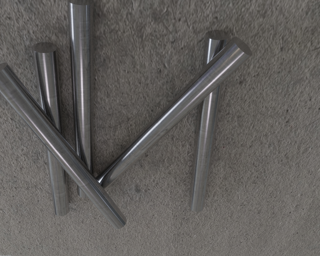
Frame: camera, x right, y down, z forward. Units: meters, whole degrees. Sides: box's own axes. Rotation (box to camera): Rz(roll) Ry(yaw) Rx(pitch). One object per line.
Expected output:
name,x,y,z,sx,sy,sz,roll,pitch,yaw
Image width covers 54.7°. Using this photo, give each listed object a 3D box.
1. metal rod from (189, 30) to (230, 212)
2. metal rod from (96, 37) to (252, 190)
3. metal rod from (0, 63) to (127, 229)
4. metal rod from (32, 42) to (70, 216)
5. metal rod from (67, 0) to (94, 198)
metal rod,0.061,0.016,0.421,0.025,0.025,0.298,0,130,0
metal rod,-0.006,0.003,0.390,0.025,0.025,0.299,28,130,-22
metal rod,-0.117,0.046,0.410,0.025,0.025,0.299,-16,129,13
metal rod,-0.145,0.026,0.427,0.025,0.025,0.298,6,130,-5
metal rod,-0.098,-0.011,0.396,0.025,0.025,0.298,6,130,-5
